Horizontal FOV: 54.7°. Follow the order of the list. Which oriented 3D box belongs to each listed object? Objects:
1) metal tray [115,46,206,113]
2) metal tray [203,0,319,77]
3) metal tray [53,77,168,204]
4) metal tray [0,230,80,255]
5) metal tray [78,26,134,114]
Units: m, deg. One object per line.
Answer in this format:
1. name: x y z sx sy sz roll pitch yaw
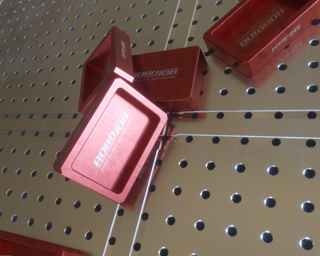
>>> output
1. metal tray: -0.005 -0.067 0.447 0.130 0.030 0.090 -1 61 27
2. metal tray: 0.135 -0.139 0.418 0.130 0.030 0.090 -42 51 -1
3. metal tray: -0.056 0.015 0.382 0.030 0.090 0.130 1 59 56
4. metal tray: -0.170 0.182 0.380 0.130 0.030 0.090 1 62 28
5. metal tray: -0.081 -0.084 0.460 0.090 0.030 0.130 -43 35 27
